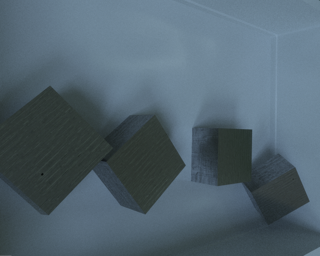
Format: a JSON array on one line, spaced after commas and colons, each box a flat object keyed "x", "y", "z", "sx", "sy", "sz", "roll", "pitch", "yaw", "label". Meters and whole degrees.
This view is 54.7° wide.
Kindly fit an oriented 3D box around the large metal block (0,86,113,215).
[{"x": -0.106, "y": 0.022, "z": 0.287, "sx": 0.080, "sy": 0.050, "sz": 0.080, "roll": 47, "pitch": 61, "yaw": -9, "label": "large metal block"}]

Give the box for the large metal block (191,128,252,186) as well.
[{"x": 0.094, "y": 0.041, "z": 0.469, "sx": 0.081, "sy": 0.050, "sz": 0.080, "roll": 2, "pitch": 89, "yaw": -40, "label": "large metal block"}]

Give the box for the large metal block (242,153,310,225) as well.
[{"x": 0.194, "y": 0.104, "z": 0.529, "sx": 0.080, "sy": 0.050, "sz": 0.080, "roll": -31, "pitch": 114, "yaw": 2, "label": "large metal block"}]

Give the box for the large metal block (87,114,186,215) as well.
[{"x": -0.027, "y": 0.040, "z": 0.367, "sx": 0.080, "sy": 0.050, "sz": 0.080, "roll": -46, "pitch": 118, "yaw": -30, "label": "large metal block"}]
